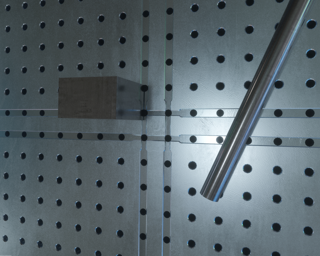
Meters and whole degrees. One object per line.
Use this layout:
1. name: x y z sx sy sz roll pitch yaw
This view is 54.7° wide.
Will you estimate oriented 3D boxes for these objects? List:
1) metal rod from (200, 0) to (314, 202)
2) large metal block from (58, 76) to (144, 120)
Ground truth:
1. metal rod: 0.121 -0.049 0.369 0.025 0.025 0.298 26 98 18
2. large metal block: -0.075 -0.036 0.409 0.080 0.080 0.050 2 91 19
